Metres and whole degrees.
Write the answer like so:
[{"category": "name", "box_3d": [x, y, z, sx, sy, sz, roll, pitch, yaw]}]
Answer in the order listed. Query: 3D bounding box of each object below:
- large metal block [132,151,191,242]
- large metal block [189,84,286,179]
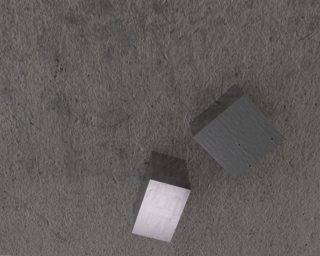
[{"category": "large metal block", "box_3d": [0.001, 0.088, 0.413, 0.050, 0.080, 0.079, 16, 109, -6]}, {"category": "large metal block", "box_3d": [0.096, 0.004, 0.399, 0.080, 0.050, 0.080, -42, 105, 14]}]
